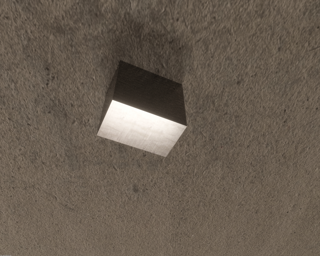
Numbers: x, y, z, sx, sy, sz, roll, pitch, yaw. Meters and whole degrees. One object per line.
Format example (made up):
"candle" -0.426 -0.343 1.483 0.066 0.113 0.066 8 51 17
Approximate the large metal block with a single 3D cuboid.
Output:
"large metal block" -0.019 -0.023 0.351 0.081 0.080 0.050 19 127 -16
